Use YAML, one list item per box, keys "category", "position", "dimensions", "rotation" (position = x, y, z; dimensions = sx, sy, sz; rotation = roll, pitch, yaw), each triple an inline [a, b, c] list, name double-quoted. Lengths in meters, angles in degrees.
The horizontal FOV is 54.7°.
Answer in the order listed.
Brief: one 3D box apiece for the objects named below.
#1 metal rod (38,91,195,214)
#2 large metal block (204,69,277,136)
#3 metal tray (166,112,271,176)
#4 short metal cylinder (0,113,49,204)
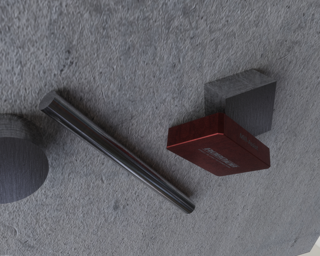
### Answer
- category: "metal rod"
  position: [-0.035, 0.051, 0.420]
  dimensions: [0.025, 0.025, 0.300]
  rotation: [-44, 130, 2]
- category: "large metal block"
  position: [0.111, -0.028, 0.436]
  dimensions: [0.081, 0.050, 0.079]
  rotation: [-20, 126, -17]
- category: "metal tray"
  position: [0.084, 0.029, 0.435]
  dimensions: [0.090, 0.030, 0.131]
  rotation: [-18, 144, 40]
- category: "short metal cylinder"
  position: [-0.162, 0.031, 0.322]
  dimensions: [0.081, 0.050, 0.079]
  rotation: [-14, 125, -21]
